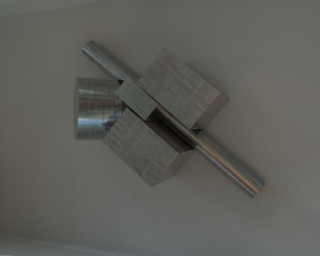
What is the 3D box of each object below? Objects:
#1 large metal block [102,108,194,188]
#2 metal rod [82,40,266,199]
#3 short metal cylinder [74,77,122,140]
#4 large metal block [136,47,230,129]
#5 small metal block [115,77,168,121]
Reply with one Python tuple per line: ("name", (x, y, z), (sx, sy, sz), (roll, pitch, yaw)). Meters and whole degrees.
("large metal block", (-0.010, 0.021, 0.383), (0.080, 0.080, 0.050), (41, 103, 15))
("metal rod", (0.008, -0.020, 0.406), (0.300, 0.025, 0.025), (41, 103, 15))
("short metal cylinder", (-0.083, -0.024, 0.402), (0.050, 0.080, 0.079), (1, 90, -20))
("large metal block", (0.031, -0.043, 0.369), (0.080, 0.080, 0.050), (42, 103, 15))
("small metal block", (-0.019, -0.034, 0.377), (0.050, 0.050, 0.025), (42, 103, 14))
